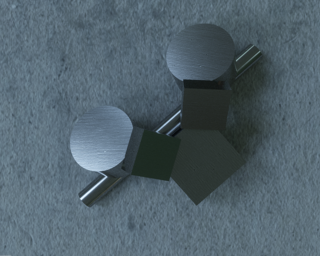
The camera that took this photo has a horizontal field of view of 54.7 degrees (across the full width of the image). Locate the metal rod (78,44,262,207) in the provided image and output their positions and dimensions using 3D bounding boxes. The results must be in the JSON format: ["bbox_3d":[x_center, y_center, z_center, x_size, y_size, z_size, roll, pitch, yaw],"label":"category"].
[{"bbox_3d":[0.014,-0.003,0.411,0.300,0.025,0.025,-41,91,-1],"label":"metal rod"}]

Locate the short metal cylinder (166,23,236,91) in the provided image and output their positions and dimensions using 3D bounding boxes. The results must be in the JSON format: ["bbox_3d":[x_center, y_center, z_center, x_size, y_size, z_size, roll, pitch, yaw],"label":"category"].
[{"bbox_3d":[0.053,-0.081,0.384,0.080,0.050,0.080,-5,71,14],"label":"short metal cylinder"}]

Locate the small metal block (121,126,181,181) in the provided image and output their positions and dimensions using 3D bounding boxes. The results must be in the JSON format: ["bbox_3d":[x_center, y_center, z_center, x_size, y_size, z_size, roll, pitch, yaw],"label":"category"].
[{"bbox_3d":[-0.010,0.029,0.349,0.050,0.025,0.050,16,90,-33],"label":"small metal block"}]

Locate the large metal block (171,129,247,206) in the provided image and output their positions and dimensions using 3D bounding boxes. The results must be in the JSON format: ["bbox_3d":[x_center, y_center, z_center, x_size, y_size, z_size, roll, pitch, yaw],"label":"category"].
[{"bbox_3d":[0.048,0.037,0.398,0.080,0.050,0.080,-41,91,0],"label":"large metal block"}]

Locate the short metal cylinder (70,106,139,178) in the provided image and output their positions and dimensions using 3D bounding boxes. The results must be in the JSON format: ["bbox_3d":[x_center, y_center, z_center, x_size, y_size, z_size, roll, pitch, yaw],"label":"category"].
[{"bbox_3d":[-0.062,0.018,0.384,0.080,0.050,0.080,-5,71,14],"label":"short metal cylinder"}]

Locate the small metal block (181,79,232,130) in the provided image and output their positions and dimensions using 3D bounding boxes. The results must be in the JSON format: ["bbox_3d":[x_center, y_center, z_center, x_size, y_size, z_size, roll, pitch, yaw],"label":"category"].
[{"bbox_3d":[0.050,-0.026,0.349,0.050,0.025,0.050,2,121,-1],"label":"small metal block"}]
